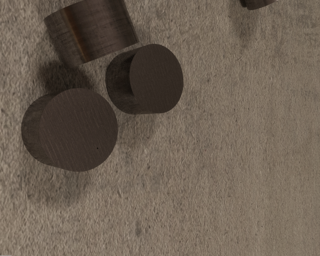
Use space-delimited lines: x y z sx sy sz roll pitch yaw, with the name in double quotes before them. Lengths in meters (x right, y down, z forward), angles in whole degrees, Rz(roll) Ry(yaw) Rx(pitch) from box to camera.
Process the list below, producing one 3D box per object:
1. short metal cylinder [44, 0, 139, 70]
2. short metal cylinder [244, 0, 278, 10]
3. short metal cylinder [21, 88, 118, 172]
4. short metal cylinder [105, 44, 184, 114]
"short metal cylinder" -0.068 -0.097 0.313 0.081 0.080 0.050 -33 111 -35
"short metal cylinder" 0.176 -0.242 0.519 0.080 0.080 0.050 -48 119 -30
"short metal cylinder" -0.091 0.002 0.314 0.081 0.050 0.079 0 90 -40
"short metal cylinder" -0.018 -0.057 0.375 0.081 0.050 0.079 0 90 -40
